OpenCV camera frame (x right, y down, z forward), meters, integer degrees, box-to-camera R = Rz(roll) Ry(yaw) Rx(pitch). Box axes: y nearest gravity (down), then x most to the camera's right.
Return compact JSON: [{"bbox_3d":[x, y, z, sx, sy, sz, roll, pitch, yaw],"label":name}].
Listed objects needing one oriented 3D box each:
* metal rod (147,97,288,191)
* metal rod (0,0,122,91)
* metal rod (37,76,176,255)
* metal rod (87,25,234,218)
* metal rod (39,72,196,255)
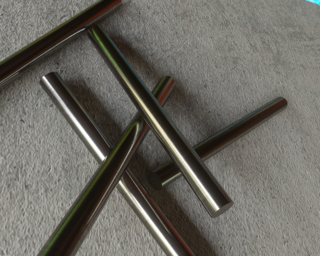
[{"bbox_3d":[0.103,0.009,0.452,0.302,0.025,0.025,-26,76,-37],"label":"metal rod"},{"bbox_3d":[-0.140,-0.106,0.392,0.025,0.025,0.301,39,51,-2],"label":"metal rod"},{"bbox_3d":[-0.038,0.023,0.337,0.025,0.025,0.301,35,41,-5],"label":"metal rod"},{"bbox_3d":[-0.017,-0.029,0.362,0.025,0.025,0.300,-12,52,-33],"label":"metal rod"},{"bbox_3d":[-0.040,0.058,0.346,0.025,0.025,0.300,-32,80,-38],"label":"metal rod"}]
